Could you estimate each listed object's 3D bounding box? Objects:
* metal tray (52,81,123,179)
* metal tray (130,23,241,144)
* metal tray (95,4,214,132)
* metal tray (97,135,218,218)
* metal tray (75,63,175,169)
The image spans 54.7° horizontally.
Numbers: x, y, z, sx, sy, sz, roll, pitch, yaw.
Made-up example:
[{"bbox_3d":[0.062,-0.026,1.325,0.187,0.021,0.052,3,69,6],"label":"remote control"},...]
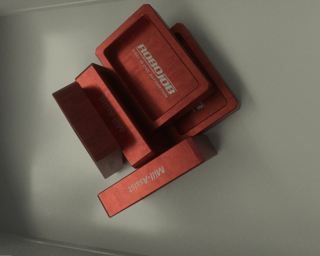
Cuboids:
[{"bbox_3d":[-0.083,0.010,0.383,0.030,0.130,0.090,-33,78,-14],"label":"metal tray"},{"bbox_3d":[0.029,-0.055,0.397,0.090,0.030,0.130,-36,78,17],"label":"metal tray"},{"bbox_3d":[-0.008,-0.071,0.376,0.090,0.030,0.130,-38,78,16],"label":"metal tray"},{"bbox_3d":[0.001,0.055,0.373,0.130,0.090,0.030,-34,79,16],"label":"metal tray"},{"bbox_3d":[-0.039,-0.015,0.386,0.030,0.090,0.130,-39,78,16],"label":"metal tray"}]
